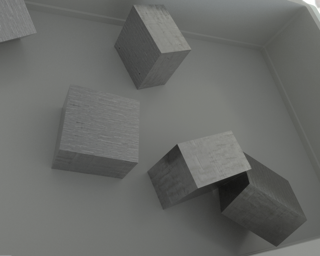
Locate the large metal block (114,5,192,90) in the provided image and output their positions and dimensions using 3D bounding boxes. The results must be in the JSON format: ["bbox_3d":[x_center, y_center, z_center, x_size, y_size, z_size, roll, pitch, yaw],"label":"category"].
[{"bbox_3d":[-0.013,-0.112,0.433,0.050,0.080,0.080,-17,71,-35],"label":"large metal block"}]

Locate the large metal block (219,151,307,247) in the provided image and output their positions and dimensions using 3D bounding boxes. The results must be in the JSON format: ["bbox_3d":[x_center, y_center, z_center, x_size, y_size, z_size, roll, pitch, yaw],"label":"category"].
[{"bbox_3d":[0.121,0.084,0.385,0.080,0.050,0.080,33,23,-7],"label":"large metal block"}]

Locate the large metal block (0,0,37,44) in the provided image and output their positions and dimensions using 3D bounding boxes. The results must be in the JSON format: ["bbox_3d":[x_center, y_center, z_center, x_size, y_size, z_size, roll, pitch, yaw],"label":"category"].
[{"bbox_3d":[-0.198,-0.131,0.339,0.081,0.050,0.080,-33,115,-38],"label":"large metal block"}]

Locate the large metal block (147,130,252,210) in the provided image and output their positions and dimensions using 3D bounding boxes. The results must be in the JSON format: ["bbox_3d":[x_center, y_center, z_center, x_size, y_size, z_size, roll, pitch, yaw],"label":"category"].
[{"bbox_3d":[0.044,0.050,0.365,0.081,0.080,0.050,-12,68,-33],"label":"large metal block"}]

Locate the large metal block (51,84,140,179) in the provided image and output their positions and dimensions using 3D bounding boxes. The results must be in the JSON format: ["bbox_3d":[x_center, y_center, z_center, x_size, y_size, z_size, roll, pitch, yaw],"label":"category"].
[{"bbox_3d":[-0.070,0.006,0.349,0.081,0.050,0.080,13,56,-22],"label":"large metal block"}]
